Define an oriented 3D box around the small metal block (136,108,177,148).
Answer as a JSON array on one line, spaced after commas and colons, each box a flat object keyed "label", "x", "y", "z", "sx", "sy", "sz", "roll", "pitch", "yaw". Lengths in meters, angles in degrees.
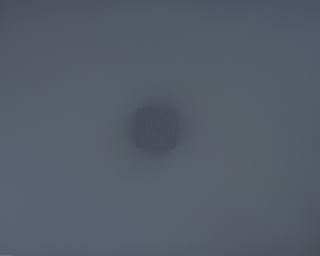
[{"label": "small metal block", "x": -0.005, "y": 0.000, "z": 0.408, "sx": 0.050, "sy": 0.025, "sz": 0.050, "roll": 2, "pitch": 90, "yaw": 0}]
